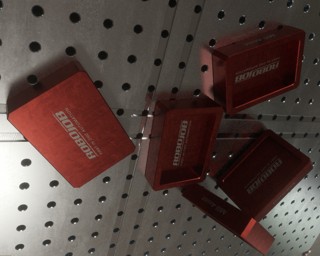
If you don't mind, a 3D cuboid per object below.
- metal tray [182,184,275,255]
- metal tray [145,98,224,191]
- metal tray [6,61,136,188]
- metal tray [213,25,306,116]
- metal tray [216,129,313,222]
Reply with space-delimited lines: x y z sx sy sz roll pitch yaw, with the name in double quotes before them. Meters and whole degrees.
"metal tray" 0.104 0.138 0.486 0.030 0.130 0.090 -53 130 -9
"metal tray" 0.033 0.024 0.442 0.091 0.030 0.129 -6 121 -26
"metal tray" -0.096 0.001 0.357 0.090 0.030 0.130 -34 129 -7
"metal tray" 0.139 -0.081 0.436 0.131 0.030 0.089 -22 127 -16
"metal tray" 0.169 0.076 0.509 0.130 0.090 0.030 -47 138 4
